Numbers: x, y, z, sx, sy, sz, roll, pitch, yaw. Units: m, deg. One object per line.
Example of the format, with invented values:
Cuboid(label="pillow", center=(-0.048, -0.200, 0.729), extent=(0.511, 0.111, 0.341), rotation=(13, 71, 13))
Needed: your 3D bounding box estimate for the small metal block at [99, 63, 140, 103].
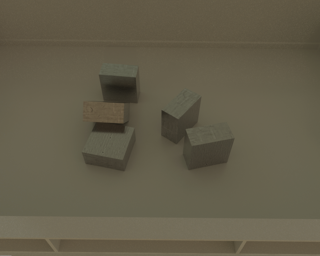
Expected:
Cuboid(label="small metal block", center=(-0.056, -0.063, 0.441), extent=(0.050, 0.050, 0.025), rotation=(5, 50, 4))

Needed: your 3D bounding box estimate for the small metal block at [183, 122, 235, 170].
Cuboid(label="small metal block", center=(0.057, 0.022, 0.371), extent=(0.050, 0.050, 0.025), rotation=(-10, 51, -9))

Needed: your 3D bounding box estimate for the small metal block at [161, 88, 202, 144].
Cuboid(label="small metal block", center=(0.027, -0.015, 0.402), extent=(0.025, 0.050, 0.050), rotation=(31, 56, 23))

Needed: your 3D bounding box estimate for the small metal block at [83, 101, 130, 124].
Cuboid(label="small metal block", center=(-0.068, -0.022, 0.404), extent=(0.050, 0.025, 0.050), rotation=(3, 6, 2))

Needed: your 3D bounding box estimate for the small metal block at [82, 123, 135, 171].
Cuboid(label="small metal block", center=(-0.062, 0.022, 0.386), extent=(0.050, 0.025, 0.050), rotation=(10, 51, 8))
